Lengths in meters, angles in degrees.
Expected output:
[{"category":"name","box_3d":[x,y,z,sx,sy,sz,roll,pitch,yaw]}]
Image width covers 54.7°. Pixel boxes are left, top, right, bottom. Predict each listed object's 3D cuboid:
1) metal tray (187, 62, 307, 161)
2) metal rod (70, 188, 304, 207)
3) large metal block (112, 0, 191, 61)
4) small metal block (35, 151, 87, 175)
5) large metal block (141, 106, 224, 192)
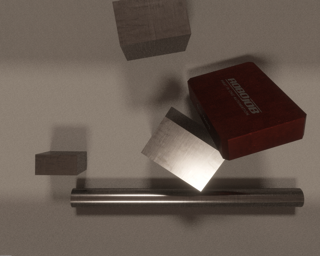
[{"category":"metal tray","box_3d":[0.094,-0.027,0.364,0.091,0.130,0.030,-16,129,-3]},{"category":"metal rod","box_3d":[0.036,0.093,0.411,0.302,0.025,0.025,0,90,-1]},{"category":"large metal block","box_3d":[-0.009,-0.123,0.384,0.080,0.080,0.050,-10,90,0]},{"category":"small metal block","box_3d":[-0.125,0.044,0.397,0.050,0.050,0.025,1,90,-1]},{"category":"large metal block","box_3d":[0.031,0.021,0.380,0.080,0.080,0.050,33,104,0]}]
